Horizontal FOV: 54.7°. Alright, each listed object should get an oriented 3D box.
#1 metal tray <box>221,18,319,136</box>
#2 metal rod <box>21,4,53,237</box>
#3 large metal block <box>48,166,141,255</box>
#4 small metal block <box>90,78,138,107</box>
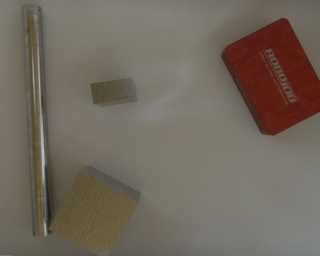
[{"bbox_3d":[0.152,-0.066,0.411,0.090,0.030,0.130,-28,90,-1],"label":"metal tray"},{"bbox_3d":[-0.162,-0.010,0.409,0.025,0.025,0.298,-3,90,-1],"label":"metal rod"},{"bbox_3d":[-0.080,0.105,0.398,0.080,0.050,0.080,28,90,-1],"label":"large metal block"},{"bbox_3d":[-0.057,-0.045,0.398,0.050,0.050,0.025,-9,90,0],"label":"small metal block"}]
